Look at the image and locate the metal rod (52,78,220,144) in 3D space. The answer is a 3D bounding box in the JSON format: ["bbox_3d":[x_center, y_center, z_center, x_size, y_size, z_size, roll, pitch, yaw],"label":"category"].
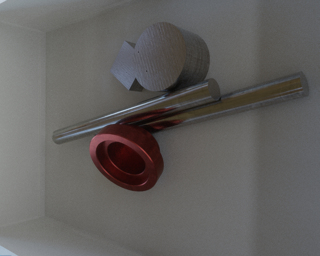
[{"bbox_3d":[-0.056,-0.013,0.424,0.300,0.025,0.025,-14,81,39],"label":"metal rod"}]

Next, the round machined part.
[{"bbox_3d":[-0.039,0.034,0.406,0.098,0.042,0.097,16,132,19],"label":"round machined part"}]

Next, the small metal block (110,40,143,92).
[{"bbox_3d":[-0.038,-0.086,0.436,0.050,0.025,0.050,46,117,30],"label":"small metal block"}]

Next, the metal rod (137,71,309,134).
[{"bbox_3d":[0.023,-0.013,0.386,0.300,0.025,0.025,-14,81,38],"label":"metal rod"}]

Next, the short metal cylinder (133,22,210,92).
[{"bbox_3d":[0.013,-0.082,0.378,0.080,0.050,0.079,0,90,39],"label":"short metal cylinder"}]
